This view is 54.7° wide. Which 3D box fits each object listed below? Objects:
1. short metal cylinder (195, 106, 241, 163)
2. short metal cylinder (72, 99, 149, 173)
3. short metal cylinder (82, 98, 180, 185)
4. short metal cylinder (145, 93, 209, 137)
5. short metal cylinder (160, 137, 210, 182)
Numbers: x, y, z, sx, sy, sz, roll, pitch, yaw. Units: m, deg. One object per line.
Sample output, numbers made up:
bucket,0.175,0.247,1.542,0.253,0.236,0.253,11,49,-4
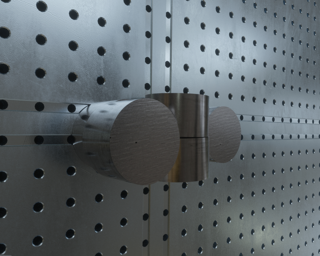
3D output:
short metal cylinder,0.074,0.009,0.453,0.081,0.050,0.079,0,90,-40
short metal cylinder,-0.050,0.009,0.350,0.081,0.050,0.079,0,90,-40
short metal cylinder,-0.027,0.012,0.303,0.081,0.050,0.079,0,90,-40
short metal cylinder,0.021,-0.015,0.391,0.081,0.080,0.050,1,90,-40
short metal cylinder,0.022,0.036,0.391,0.081,0.080,0.050,-2,91,-40
